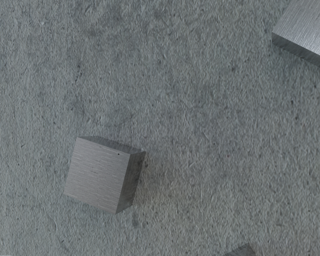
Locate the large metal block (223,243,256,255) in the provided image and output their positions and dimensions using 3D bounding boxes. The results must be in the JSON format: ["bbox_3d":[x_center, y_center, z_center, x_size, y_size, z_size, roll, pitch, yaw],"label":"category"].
[{"bbox_3d":[0.090,0.197,0.364,0.080,0.050,0.080,-35,79,16],"label":"large metal block"}]

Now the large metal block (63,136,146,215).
[{"bbox_3d":[-0.074,0.060,0.422,0.080,0.050,0.080,16,95,19],"label":"large metal block"}]

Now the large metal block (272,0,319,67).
[{"bbox_3d":[0.179,-0.114,0.332,0.080,0.050,0.080,34,101,17],"label":"large metal block"}]
